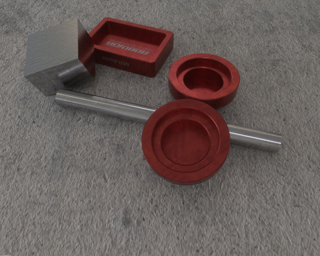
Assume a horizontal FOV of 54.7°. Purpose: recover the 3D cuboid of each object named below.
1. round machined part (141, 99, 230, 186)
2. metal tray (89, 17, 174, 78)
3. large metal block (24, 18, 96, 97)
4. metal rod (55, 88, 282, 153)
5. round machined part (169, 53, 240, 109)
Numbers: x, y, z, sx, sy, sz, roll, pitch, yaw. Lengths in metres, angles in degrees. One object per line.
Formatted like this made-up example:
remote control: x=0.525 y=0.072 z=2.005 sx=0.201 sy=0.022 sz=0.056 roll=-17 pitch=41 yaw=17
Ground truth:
round machined part: x=0.030 y=0.019 z=0.363 sx=0.099 sy=0.042 sz=0.098 roll=-2 pitch=70 yaw=5
metal tray: x=-0.053 y=-0.137 z=0.514 sx=0.130 sy=0.030 sz=0.090 roll=17 pitch=52 yaw=14
large metal block: x=-0.143 y=-0.102 z=0.450 sx=0.080 sy=0.050 sz=0.080 roll=-16 pitch=59 yaw=10
metal rod: x=0.004 y=-0.012 z=0.413 sx=0.301 sy=0.025 sz=0.025 roll=12 pitch=51 yaw=10
round machined part: x=0.061 y=-0.061 z=0.444 sx=0.099 sy=0.042 sz=0.098 roll=0 pitch=50 yaw=0
